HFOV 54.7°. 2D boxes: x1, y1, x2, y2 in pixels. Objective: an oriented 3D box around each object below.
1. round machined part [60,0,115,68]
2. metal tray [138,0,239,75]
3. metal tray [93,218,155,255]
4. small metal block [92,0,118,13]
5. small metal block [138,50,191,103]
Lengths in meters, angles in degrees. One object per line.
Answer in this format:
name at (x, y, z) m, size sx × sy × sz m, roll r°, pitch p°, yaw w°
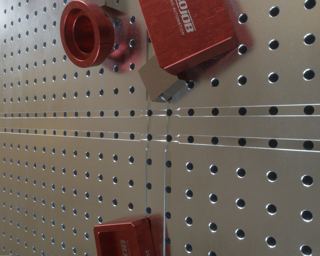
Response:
round machined part at (-0.108, -0.144, 0.478) m, size 0.098 × 0.042 × 0.097 m, roll 16°, pitch 115°, yaw 38°
metal tray at (0.027, -0.140, 0.366) m, size 0.090 × 0.030 × 0.129 m, roll -22°, pitch 76°, yaw 19°
metal tray at (-0.047, 0.200, 0.444) m, size 0.090 × 0.030 × 0.129 m, roll -19°, pitch 78°, yaw 38°
small metal block at (-0.093, -0.209, 0.486) m, size 0.050 × 0.025 × 0.050 m, roll 3°, pitch 92°, yaw 40°
small metal block at (0.004, -0.068, 0.406) m, size 0.050 × 0.025 × 0.050 m, roll -37°, pitch 67°, yaw 34°
